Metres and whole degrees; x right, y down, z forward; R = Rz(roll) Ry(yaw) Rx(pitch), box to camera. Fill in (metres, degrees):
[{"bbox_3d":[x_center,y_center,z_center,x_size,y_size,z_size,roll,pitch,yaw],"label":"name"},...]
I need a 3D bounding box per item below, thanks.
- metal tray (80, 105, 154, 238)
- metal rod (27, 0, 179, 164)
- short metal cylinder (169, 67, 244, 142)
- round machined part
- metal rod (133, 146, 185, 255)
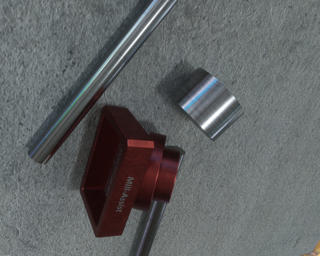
[{"bbox_3d":[-0.056,0.050,0.364,0.030,0.090,0.129,6,115,-31],"label":"metal tray"},{"bbox_3d":[-0.042,-0.080,0.333,0.299,0.025,0.025,-50,129,7],"label":"metal rod"},{"bbox_3d":[0.057,-0.029,0.385,0.050,0.080,0.080,-44,129,3],"label":"short metal cylinder"},{"bbox_3d":[-0.002,0.057,0.390,0.042,0.098,0.097,13,116,1],"label":"round machined part"},{"bbox_3d":[-0.016,0.162,0.498,0.025,0.025,0.298,3,117,-30],"label":"metal rod"}]
